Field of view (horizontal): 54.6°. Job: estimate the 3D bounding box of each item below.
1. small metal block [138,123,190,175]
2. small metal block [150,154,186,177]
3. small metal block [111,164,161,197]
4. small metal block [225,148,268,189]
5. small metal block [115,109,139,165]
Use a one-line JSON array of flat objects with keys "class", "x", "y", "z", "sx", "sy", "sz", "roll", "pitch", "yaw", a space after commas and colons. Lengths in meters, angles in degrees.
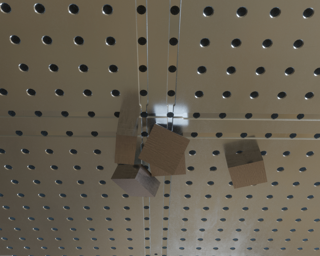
[{"class": "small metal block", "x": 0.006, "y": 0.027, "z": 0.410, "sx": 0.050, "sy": 0.025, "sz": 0.050, "roll": 26, "pitch": 92, "yaw": 3}, {"class": "small metal block", "x": 0.011, "y": 0.043, "z": 0.448, "sx": 0.050, "sy": 0.025, "sz": 0.050, "roll": -5, "pitch": 130, "yaw": 3}, {"class": "small metal block", "x": -0.036, "y": 0.080, "z": 0.467, "sx": 0.050, "sy": 0.025, "sz": 0.050, "roll": -8, "pitch": 135, "yaw": 39}, {"class": "small metal block", "x": 0.130, "y": 0.061, "z": 0.464, "sx": 0.050, "sy": 0.025, "sz": 0.050, "roll": -15, "pitch": 129, "yaw": 12}, {"class": "small metal block", "x": -0.043, "y": 0.012, "z": 0.405, "sx": 0.025, "sy": 0.050, "sz": 0.050, "roll": 6, "pitch": 130, "yaw": -5}]
